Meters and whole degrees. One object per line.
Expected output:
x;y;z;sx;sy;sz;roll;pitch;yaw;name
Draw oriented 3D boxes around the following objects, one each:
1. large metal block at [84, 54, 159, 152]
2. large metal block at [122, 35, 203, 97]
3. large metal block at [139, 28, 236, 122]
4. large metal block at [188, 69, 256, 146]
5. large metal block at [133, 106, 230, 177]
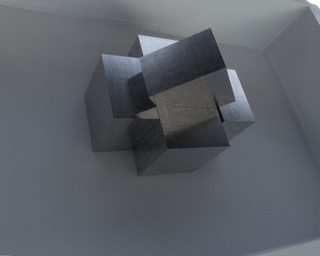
-0.048;-0.026;0.359;0.050;0.080;0.080;0;62;-28;large metal block
-0.002;-0.071;0.411;0.081;0.080;0.050;0;62;-28;large metal block
0.033;-0.053;0.346;0.080;0.080;0.050;45;27;-62;large metal block
0.071;-0.024;0.419;0.050;0.080;0.080;0;62;-29;large metal block
0.021;0.017;0.369;0.081;0.080;0.050;0;62;-28;large metal block
